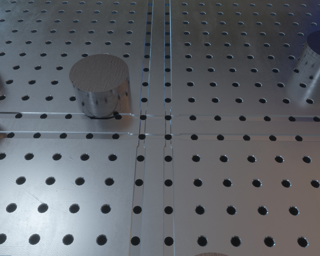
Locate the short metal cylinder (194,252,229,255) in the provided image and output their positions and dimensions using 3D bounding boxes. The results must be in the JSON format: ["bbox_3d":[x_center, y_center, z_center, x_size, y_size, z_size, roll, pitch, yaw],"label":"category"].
[{"bbox_3d":[0.044,0.155,0.262,0.081,0.050,0.080,0,50,0],"label":"short metal cylinder"}]

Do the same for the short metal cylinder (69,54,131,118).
[{"bbox_3d":[-0.083,-0.061,0.441,0.081,0.050,0.080,0,50,0],"label":"short metal cylinder"}]

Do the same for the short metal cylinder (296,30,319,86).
[{"bbox_3d":[0.264,-0.110,0.487,0.081,0.050,0.080,0,50,0],"label":"short metal cylinder"}]
